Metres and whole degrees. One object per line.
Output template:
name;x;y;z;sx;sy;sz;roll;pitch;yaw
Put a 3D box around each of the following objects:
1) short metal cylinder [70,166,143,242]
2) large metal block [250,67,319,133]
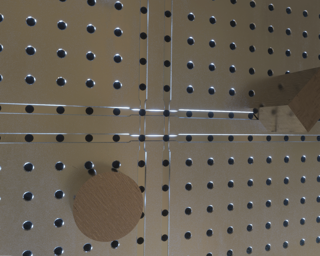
short metal cylinder;-0.066;0.089;0.376;0.081;0.050;0.079;0;90;-21
large metal block;0.197;-0.040;0.458;0.080;0.080;0.050;-45;105;-15
